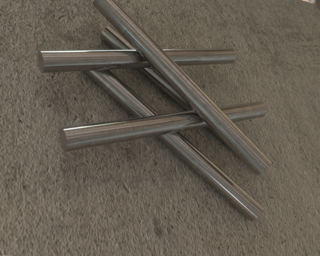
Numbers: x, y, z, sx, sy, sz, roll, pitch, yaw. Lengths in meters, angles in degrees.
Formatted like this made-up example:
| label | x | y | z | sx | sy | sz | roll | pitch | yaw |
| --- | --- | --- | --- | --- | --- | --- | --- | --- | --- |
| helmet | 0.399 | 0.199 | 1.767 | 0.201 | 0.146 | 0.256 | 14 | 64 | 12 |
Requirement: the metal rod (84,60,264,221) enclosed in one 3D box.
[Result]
| label | x | y | z | sx | sy | sz | roll | pitch | yaw |
| --- | --- | --- | --- | --- | --- | --- | --- | --- | --- |
| metal rod | 0.015 | 0.012 | 0.406 | 0.300 | 0.025 | 0.025 | 42 | 51 | 0 |

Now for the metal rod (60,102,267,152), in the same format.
| label | x | y | z | sx | sy | sz | roll | pitch | yaw |
| --- | --- | --- | --- | --- | --- | --- | --- | --- | --- |
| metal rod | 0.028 | -0.008 | 0.395 | 0.303 | 0.025 | 0.025 | -9 | 67 | -32 |

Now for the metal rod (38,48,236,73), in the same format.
| label | x | y | z | sx | sy | sz | roll | pitch | yaw |
| --- | --- | --- | --- | --- | --- | --- | --- | --- | --- |
| metal rod | -0.009 | -0.097 | 0.429 | 0.303 | 0.025 | 0.025 | -10 | 67 | -33 |

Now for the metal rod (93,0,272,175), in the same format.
| label | x | y | z | sx | sy | sz | roll | pitch | yaw |
| --- | --- | --- | --- | --- | --- | --- | --- | --- | --- |
| metal rod | 0.025 | -0.059 | 0.393 | 0.300 | 0.025 | 0.025 | 47 | 51 | 4 |

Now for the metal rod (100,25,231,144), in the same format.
| label | x | y | z | sx | sy | sz | roll | pitch | yaw |
| --- | --- | --- | --- | --- | --- | --- | --- | --- | --- |
| metal rod | 0.036 | -0.043 | 0.452 | 0.300 | 0.025 | 0.025 | 40 | 51 | -1 |
